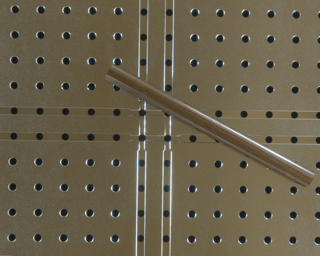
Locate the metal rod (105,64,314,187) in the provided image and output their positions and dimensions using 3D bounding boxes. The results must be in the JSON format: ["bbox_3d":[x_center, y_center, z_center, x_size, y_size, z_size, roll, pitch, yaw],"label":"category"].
[{"bbox_3d":[0.066,-0.003,0.414,0.301,0.025,0.025,28,90,-1],"label":"metal rod"}]
